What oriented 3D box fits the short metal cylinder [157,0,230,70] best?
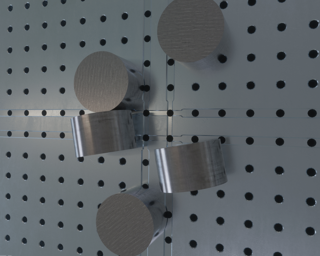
[{"bbox_3d":[0.043,-0.116,0.384,0.080,0.050,0.079,0,90,20],"label":"short metal cylinder"}]

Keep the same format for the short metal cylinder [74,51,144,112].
[{"bbox_3d":[-0.069,-0.060,0.424,0.080,0.050,0.079,0,90,20],"label":"short metal cylinder"}]

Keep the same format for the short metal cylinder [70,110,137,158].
[{"bbox_3d":[-0.073,0.008,0.409,0.080,0.080,0.050,-10,87,20],"label":"short metal cylinder"}]

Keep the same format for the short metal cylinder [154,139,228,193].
[{"bbox_3d":[0.036,0.044,0.371,0.080,0.080,0.050,-11,87,19],"label":"short metal cylinder"}]

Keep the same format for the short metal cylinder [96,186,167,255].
[{"bbox_3d":[-0.037,0.122,0.412,0.080,0.050,0.079,0,90,20],"label":"short metal cylinder"}]
